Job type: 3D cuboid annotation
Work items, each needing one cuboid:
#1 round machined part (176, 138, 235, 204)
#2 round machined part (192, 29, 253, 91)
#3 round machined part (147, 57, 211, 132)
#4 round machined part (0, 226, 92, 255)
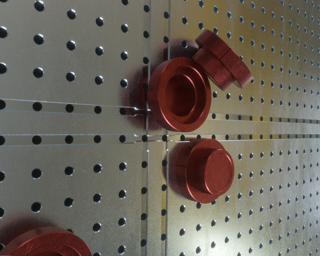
[{"bbox_3d":[0.074,0.064,0.463,0.099,0.042,0.097,0,90,-40],"label":"round machined part"},{"bbox_3d":[0.084,-0.091,0.447,0.042,0.098,0.098,-44,124,10],"label":"round machined part"},{"bbox_3d":[0.021,-0.043,0.418,0.099,0.042,0.097,0,90,-40],"label":"round machined part"},{"bbox_3d":[-0.118,0.145,0.301,0.099,0.042,0.097,0,90,-40],"label":"round machined part"}]
